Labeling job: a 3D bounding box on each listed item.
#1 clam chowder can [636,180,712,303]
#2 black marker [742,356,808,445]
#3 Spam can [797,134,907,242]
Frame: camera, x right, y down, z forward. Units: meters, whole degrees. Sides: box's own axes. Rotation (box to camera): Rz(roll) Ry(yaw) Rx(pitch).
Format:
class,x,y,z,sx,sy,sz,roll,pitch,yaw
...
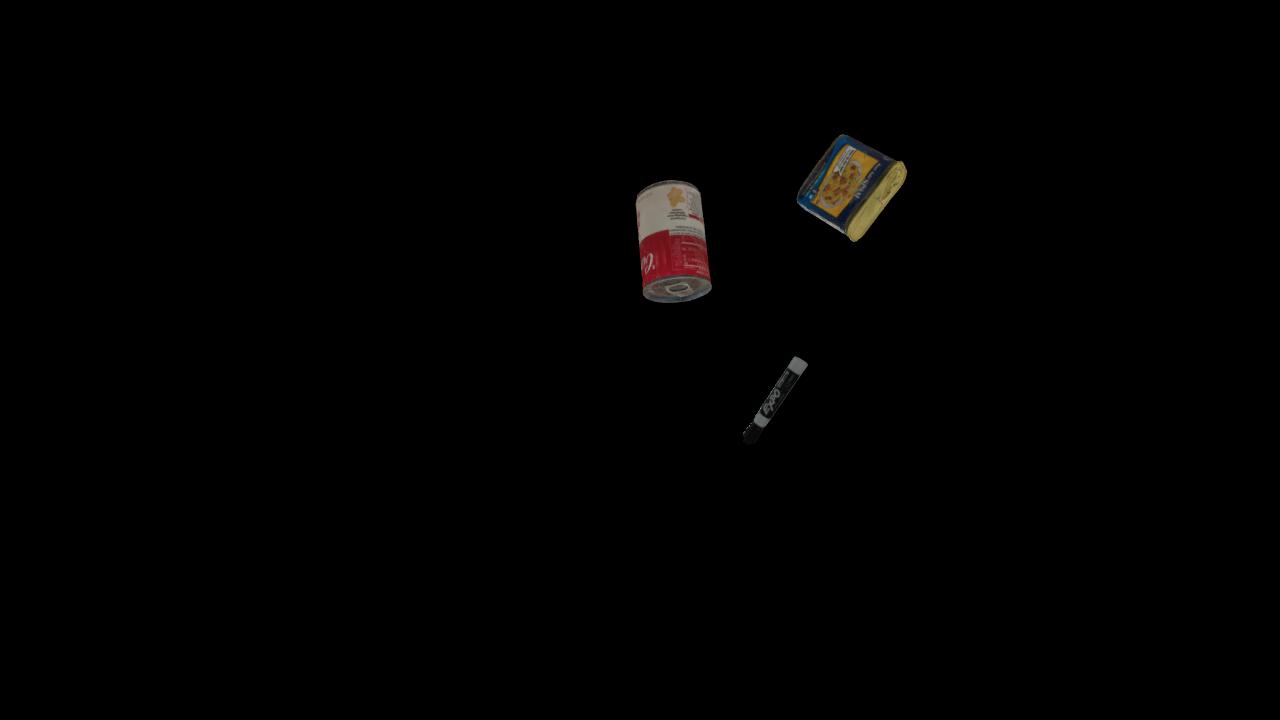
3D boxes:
class,x,y,z,sx,sy,sz,roll,pitch,yaw
clam chowder can,0.032,-0.115,0.607,0.068,0.102,0.068,-4,-14,-1
black marker,0.159,0.050,0.732,0.020,0.121,0.020,28,15,-8
Spam can,0.254,-0.210,0.747,0.085,0.101,0.058,43,15,30
